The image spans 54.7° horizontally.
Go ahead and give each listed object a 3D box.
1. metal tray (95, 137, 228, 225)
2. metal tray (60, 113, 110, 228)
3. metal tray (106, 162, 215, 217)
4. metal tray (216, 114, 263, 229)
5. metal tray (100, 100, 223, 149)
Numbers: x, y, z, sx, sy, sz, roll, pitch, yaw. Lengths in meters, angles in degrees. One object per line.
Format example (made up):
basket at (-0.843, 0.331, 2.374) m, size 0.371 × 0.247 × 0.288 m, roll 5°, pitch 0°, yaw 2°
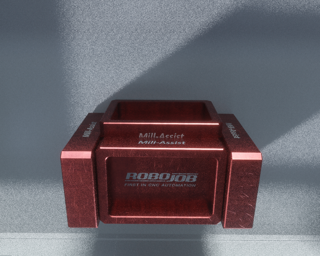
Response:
metal tray at (0.001, 0.057, 0.331) m, size 0.131 × 0.030 × 0.089 m, roll 1°, pitch 110°, yaw -1°
metal tray at (-0.080, 0.043, 0.369) m, size 0.030 × 0.130 × 0.089 m, roll 1°, pitch 111°, yaw 0°
metal tray at (0.001, 0.076, 0.401) m, size 0.131 × 0.090 × 0.030 m, roll 0°, pitch 110°, yaw 0°
metal tray at (0.082, 0.044, 0.370) m, size 0.030 × 0.130 × 0.089 m, roll 1°, pitch 111°, yaw 0°
metal tray at (0.002, -0.007, 0.371) m, size 0.131 × 0.090 × 0.030 m, roll 0°, pitch 111°, yaw 0°
